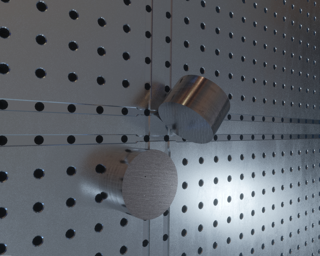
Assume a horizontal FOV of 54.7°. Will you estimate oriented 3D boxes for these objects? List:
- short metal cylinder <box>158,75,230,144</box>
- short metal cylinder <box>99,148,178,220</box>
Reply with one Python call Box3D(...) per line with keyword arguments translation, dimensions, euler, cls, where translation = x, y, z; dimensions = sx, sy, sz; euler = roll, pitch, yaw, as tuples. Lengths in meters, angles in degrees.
Box3D(translation=(0.045, -0.024, 0.411), dimensions=(0.080, 0.080, 0.050), euler=(50, 61, -29), cls="short metal cylinder")
Box3D(translation=(-0.025, 0.064, 0.372), dimensions=(0.081, 0.050, 0.079), euler=(0, 90, -40), cls="short metal cylinder")
